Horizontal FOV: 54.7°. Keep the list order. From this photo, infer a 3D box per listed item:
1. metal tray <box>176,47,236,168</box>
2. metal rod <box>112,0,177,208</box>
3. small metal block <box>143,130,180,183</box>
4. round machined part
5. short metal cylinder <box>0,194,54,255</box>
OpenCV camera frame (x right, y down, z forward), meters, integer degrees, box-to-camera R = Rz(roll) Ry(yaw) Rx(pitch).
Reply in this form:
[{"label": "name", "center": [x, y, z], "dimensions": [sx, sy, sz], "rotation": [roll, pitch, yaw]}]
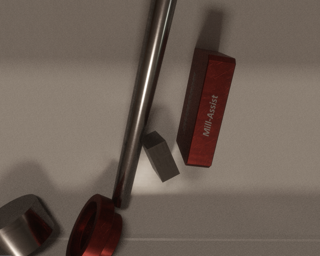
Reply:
[{"label": "metal tray", "center": [0.051, -0.028, 0.381], "dimensions": [0.030, 0.090, 0.129], "rotation": [7, 109, -8]}, {"label": "metal rod", "center": [-0.025, -0.016, 0.373], "dimensions": [0.025, 0.025, 0.298], "rotation": [12, 122, -5]}, {"label": "small metal block", "center": [-0.002, 0.036, 0.409], "dimensions": [0.025, 0.050, 0.050], "rotation": [-26, 109, -8]}, {"label": "round machined part", "center": [-0.087, 0.145, 0.426], "dimensions": [0.042, 0.098, 0.098], "rotation": [29, 108, -21]}, {"label": "short metal cylinder", "center": [-0.197, 0.137, 0.430], "dimensions": [0.080, 0.080, 0.050], "rotation": [-22, 109, 7]}]
